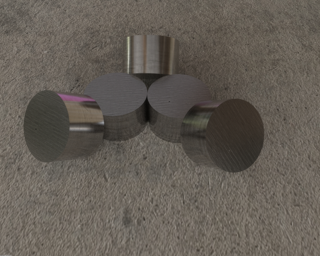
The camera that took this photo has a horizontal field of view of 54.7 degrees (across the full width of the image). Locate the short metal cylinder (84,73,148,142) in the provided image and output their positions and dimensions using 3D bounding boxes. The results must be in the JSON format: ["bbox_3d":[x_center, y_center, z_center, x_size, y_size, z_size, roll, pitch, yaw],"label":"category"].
[{"bbox_3d":[-0.056,-0.029,0.412,0.080,0.050,0.080,0,50,0],"label":"short metal cylinder"}]

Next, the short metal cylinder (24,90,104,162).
[{"bbox_3d":[-0.112,-0.002,0.362,0.080,0.080,0.050,39,20,28],"label":"short metal cylinder"}]

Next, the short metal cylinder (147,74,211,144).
[{"bbox_3d":[0.024,-0.026,0.410,0.080,0.050,0.080,0,50,0],"label":"short metal cylinder"}]

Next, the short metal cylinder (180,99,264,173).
[{"bbox_3d":[0.071,0.007,0.355,0.081,0.080,0.050,-30,15,-23],"label":"short metal cylinder"}]

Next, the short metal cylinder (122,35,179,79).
[{"bbox_3d":[-0.013,-0.098,0.444,0.080,0.080,0.050,1,93,1],"label":"short metal cylinder"}]
